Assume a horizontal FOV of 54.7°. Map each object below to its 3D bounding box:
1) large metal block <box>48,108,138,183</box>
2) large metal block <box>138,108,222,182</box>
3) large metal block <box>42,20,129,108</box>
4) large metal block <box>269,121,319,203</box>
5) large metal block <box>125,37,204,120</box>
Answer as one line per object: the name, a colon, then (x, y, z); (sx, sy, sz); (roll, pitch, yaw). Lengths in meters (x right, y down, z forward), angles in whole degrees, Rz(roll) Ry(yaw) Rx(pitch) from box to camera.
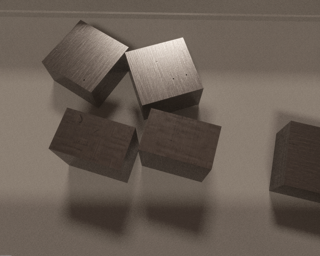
large metal block: (-0.073, 0.024, 0.371); (0.080, 0.080, 0.050); (16, 71, 5)
large metal block: (0.022, 0.024, 0.372); (0.080, 0.080, 0.050); (15, 71, 5)
large metal block: (-0.097, -0.088, 0.427); (0.080, 0.050, 0.080); (32, 73, 10)
large metal block: (0.188, 0.045, 0.382); (0.080, 0.050, 0.080); (13, 70, 4)
large metal block: (0.004, -0.066, 0.421); (0.081, 0.050, 0.080); (-16, 71, -6)
